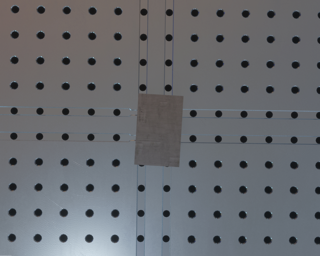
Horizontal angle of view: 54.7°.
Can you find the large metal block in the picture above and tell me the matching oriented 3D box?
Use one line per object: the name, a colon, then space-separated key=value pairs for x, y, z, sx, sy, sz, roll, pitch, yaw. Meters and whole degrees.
large metal block: x=-0.001 y=0.002 z=0.385 sx=0.050 sy=0.080 sz=0.079 roll=3 pitch=90 yaw=0
